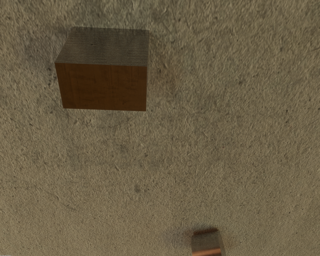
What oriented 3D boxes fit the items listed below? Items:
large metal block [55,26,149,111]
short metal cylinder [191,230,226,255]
[{"bbox_3d":[-0.053,-0.062,0.318,0.081,0.080,0.050,2,130,-2],"label":"large metal block"},{"bbox_3d":[0.093,0.235,0.572,0.050,0.080,0.080,-15,129,12],"label":"short metal cylinder"}]
